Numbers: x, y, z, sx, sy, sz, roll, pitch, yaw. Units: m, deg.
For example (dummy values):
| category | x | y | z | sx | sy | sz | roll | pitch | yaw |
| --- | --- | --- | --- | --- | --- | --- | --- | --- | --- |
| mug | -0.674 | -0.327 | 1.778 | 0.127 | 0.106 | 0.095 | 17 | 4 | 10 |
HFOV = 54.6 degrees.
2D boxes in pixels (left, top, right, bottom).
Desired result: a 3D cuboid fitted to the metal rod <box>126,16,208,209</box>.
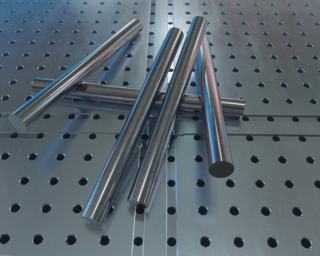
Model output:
| category | x | y | z | sx | sy | sz | roll | pitch | yaw |
| --- | --- | --- | --- | --- | --- | --- | --- | --- | --- |
| metal rod | 0.019 | -0.041 | 0.411 | 0.025 | 0.025 | 0.300 | 13 | 60 | 11 |

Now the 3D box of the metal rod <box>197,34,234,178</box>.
| category | x | y | z | sx | sy | sz | roll | pitch | yaw |
| --- | --- | --- | --- | --- | --- | --- | --- | --- | --- |
| metal rod | 0.066 | -0.055 | 0.422 | 0.025 | 0.025 | 0.300 | 2 | 40 | 1 |

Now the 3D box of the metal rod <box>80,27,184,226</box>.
| category | x | y | z | sx | sy | sz | roll | pitch | yaw |
| --- | --- | --- | --- | --- | --- | --- | --- | --- | --- |
| metal rod | -0.024 | -0.023 | 0.400 | 0.025 | 0.025 | 0.300 | 15 | 59 | 12 |

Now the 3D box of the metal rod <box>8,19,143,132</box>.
| category | x | y | z | sx | sy | sz | roll | pitch | yaw |
| --- | --- | --- | --- | --- | --- | --- | --- | --- | --- |
| metal rod | -0.103 | -0.096 | 0.461 | 0.025 | 0.025 | 0.301 | 19 | 44 | 15 |

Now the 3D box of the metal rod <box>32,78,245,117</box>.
| category | x | y | z | sx | sy | sz | roll | pitch | yaw |
| --- | --- | --- | --- | --- | --- | --- | --- | --- | --- |
| metal rod | -0.034 | -0.045 | 0.445 | 0.301 | 0.025 | 0.025 | 7 | 50 | 5 |
